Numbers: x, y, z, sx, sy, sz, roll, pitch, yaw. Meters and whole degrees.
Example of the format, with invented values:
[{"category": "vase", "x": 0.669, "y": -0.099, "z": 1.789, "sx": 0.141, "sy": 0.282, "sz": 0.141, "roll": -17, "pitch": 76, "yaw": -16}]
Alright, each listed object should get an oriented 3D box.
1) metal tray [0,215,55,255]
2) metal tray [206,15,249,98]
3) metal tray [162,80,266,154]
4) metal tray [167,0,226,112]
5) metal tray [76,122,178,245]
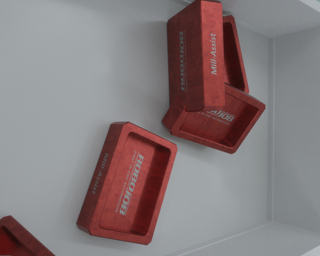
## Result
[{"category": "metal tray", "x": -0.122, "y": 0.129, "z": 0.235, "sx": 0.090, "sy": 0.130, "sz": 0.030, "roll": -41, "pitch": 127, "yaw": -32}, {"category": "metal tray", "x": 0.090, "y": -0.101, "z": 0.481, "sx": 0.091, "sy": 0.030, "sz": 0.129, "roll": -26, "pitch": 106, "yaw": -38}, {"category": "metal tray", "x": 0.078, "y": -0.019, "z": 0.437, "sx": 0.131, "sy": 0.030, "sz": 0.090, "roll": 18, "pitch": 110, "yaw": -35}, {"category": "metal tray", "x": 0.043, "y": -0.085, "z": 0.398, "sx": 0.030, "sy": 0.090, "sz": 0.129, "roll": -3, "pitch": 91, "yaw": -24}, {"category": "metal tray", "x": -0.035, "y": 0.067, "z": 0.375, "sx": 0.090, "sy": 0.030, "sz": 0.130, "roll": 27, "pitch": 73, "yaw": -37}]
